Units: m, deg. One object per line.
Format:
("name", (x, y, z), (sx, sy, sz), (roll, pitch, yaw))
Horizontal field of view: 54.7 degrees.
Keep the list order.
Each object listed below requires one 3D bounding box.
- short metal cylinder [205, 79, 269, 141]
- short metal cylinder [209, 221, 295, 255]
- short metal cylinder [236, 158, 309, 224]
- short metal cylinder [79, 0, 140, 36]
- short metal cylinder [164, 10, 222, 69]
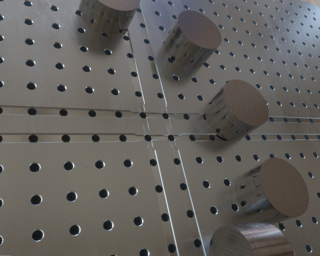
("short metal cylinder", (0.116, -0.027, 0.470), (0.081, 0.050, 0.080), (14, 56, -21))
("short metal cylinder", (0.098, 0.145, 0.336), (0.050, 0.080, 0.080), (3, 61, -27))
("short metal cylinder", (0.152, 0.087, 0.420), (0.081, 0.050, 0.080), (14, 56, -21))
("short metal cylinder", (-0.076, -0.187, 0.465), (0.081, 0.050, 0.080), (14, 56, -21))
("short metal cylinder", (0.053, -0.145, 0.509), (0.081, 0.050, 0.080), (14, 56, -21))
